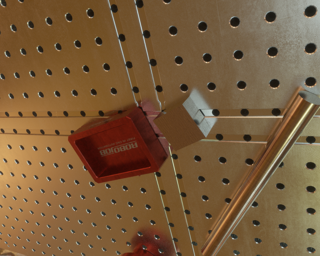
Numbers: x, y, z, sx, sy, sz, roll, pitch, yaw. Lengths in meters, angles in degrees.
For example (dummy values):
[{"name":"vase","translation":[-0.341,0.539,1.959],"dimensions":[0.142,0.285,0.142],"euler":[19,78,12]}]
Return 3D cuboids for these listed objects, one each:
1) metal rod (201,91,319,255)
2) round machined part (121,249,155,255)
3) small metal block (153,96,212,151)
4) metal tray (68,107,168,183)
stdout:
[{"name":"metal rod","translation":[0.114,0.083,0.401],"dimensions":[0.025,0.025,0.298],"euler":[27,128,11]},{"name":"round machined part","translation":[-0.034,0.269,0.583],"dimensions":[0.098,0.042,0.097],"euler":[13,124,20]},{"name":"small metal block","translation":[0.028,-0.005,0.392],"dimensions":[0.050,0.025,0.050],"euler":[-28,103,37]},{"name":"metal tray","translation":[-0.065,0.030,0.458],"dimensions":[0.130,0.030,0.090],"euler":[-17,110,34]}]
